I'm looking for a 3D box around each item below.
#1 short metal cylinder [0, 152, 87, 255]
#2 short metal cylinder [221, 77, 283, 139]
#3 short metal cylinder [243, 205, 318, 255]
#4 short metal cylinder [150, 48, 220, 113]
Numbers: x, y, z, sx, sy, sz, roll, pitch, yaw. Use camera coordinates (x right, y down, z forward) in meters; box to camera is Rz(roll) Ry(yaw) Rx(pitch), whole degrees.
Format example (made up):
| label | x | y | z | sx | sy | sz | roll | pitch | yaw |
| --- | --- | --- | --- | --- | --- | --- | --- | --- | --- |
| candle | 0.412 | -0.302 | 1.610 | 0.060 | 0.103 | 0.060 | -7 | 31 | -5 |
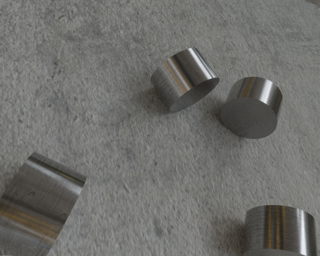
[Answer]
| label | x | y | z | sx | sy | sz | roll | pitch | yaw |
| --- | --- | --- | --- | --- | --- | --- | --- | --- | --- |
| short metal cylinder | -0.106 | 0.068 | 0.271 | 0.050 | 0.080 | 0.080 | 29 | 52 | -11 |
| short metal cylinder | 0.137 | -0.029 | 0.463 | 0.080 | 0.080 | 0.050 | 35 | 51 | -5 |
| short metal cylinder | 0.141 | 0.132 | 0.366 | 0.080 | 0.080 | 0.050 | 25 | 53 | -13 |
| short metal cylinder | 0.034 | -0.064 | 0.428 | 0.081 | 0.080 | 0.050 | -23 | 74 | -36 |
